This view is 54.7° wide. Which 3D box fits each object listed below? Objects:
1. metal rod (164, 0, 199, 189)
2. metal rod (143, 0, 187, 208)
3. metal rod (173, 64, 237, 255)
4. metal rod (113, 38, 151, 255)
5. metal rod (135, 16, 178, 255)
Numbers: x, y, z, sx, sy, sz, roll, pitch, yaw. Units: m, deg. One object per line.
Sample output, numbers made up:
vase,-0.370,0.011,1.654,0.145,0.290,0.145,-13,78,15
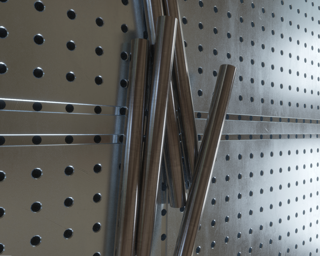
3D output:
metal rod,0.031,-0.054,0.437,0.025,0.025,0.298,-16,100,-39
metal rod,0.007,-0.040,0.416,0.025,0.025,0.298,-13,98,-40
metal rod,0.062,0.052,0.429,0.025,0.025,0.299,25,76,-38
metal rod,-0.035,0.040,0.381,0.025,0.025,0.298,7,85,-40
metal rod,-0.007,0.013,0.388,0.025,0.025,0.298,5,92,-40
